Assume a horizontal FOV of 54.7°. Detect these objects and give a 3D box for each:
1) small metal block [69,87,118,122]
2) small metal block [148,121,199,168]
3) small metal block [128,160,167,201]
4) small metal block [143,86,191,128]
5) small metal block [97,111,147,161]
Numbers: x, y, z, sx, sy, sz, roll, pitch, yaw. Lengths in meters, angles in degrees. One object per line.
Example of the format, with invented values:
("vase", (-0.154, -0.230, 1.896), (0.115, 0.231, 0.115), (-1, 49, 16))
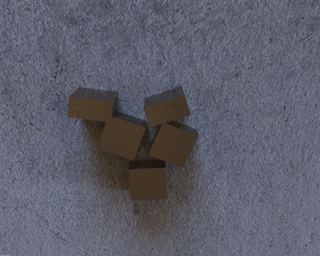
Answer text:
("small metal block", (-0.081, -0.030, 0.385), (0.050, 0.050, 0.025), (7, 110, -3))
("small metal block", (0.017, 0.019, 0.417), (0.050, 0.025, 0.050), (22, 109, -8))
("small metal block", (-0.016, 0.073, 0.437), (0.050, 0.025, 0.050), (-3, 110, 1))
("small metal block", (0.009, -0.028, 0.386), (0.050, 0.050, 0.025), (-18, 109, 6))
("small metal block", (-0.050, 0.009, 0.413), (0.050, 0.025, 0.050), (19, 109, -7))
